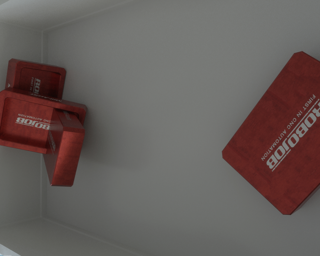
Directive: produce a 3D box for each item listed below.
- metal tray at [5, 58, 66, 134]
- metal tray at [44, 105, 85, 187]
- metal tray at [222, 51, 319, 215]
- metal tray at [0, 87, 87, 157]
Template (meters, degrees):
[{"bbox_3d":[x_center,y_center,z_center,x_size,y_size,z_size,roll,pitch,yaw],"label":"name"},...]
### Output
[{"bbox_3d":[-0.224,-0.050,0.549,0.030,0.091,0.129,22,104,39],"label":"metal tray"},{"bbox_3d":[-0.154,0.023,0.484,0.130,0.030,0.089,37,114,58],"label":"metal tray"},{"bbox_3d":[0.131,0.006,0.295,0.090,0.030,0.129,46,117,30],"label":"metal tray"},{"bbox_3d":[-0.194,-0.007,0.505,0.030,0.131,0.089,-118,43,-72],"label":"metal tray"}]
